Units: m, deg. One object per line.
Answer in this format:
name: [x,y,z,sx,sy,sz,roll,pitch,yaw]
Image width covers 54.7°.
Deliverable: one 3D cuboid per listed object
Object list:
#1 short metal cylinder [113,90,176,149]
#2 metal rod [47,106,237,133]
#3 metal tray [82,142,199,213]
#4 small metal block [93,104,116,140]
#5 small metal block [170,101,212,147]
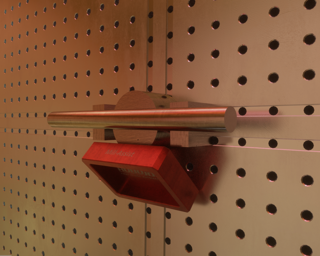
short metal cylinder: [-0.017,-0.007,0.407,0.080,0.050,0.080,0,90,40]
metal rod: [-0.049,-0.011,0.384,0.300,0.025,0.025,1,91,40]
metal tray: [-0.027,0.060,0.392,0.130,0.090,0.030,1,48,40]
small metal block: [-0.070,-0.008,0.451,0.025,0.050,0.050,-1,90,40]
small metal block: [0.037,-0.004,0.363,0.025,0.050,0.050,-1,90,40]
